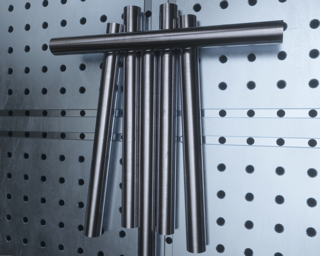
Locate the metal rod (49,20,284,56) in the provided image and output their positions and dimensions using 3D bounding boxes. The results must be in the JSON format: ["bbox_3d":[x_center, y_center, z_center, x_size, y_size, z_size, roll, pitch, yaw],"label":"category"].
[{"bbox_3d":[-0.007,-0.110,0.389,0.301,0.025,0.025,2,91,20],"label":"metal rod"}]

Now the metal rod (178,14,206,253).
[{"bbox_3d":[0.041,0.007,0.399,0.025,0.025,0.298,-3,89,20],"label":"metal rod"}]

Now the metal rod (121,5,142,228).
[{"bbox_3d":[-0.039,-0.015,0.427,0.025,0.025,0.298,1,90,20],"label":"metal rod"}]

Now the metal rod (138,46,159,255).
[{"bbox_3d":[-0.016,0.041,0.418,0.025,0.025,0.298,1,91,20],"label":"metal rod"}]

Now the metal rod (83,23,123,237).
[{"bbox_3d":[-0.079,0.004,0.440,0.025,0.025,0.298,8,93,20],"label":"metal rod"}]

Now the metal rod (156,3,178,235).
[{"bbox_3d":[0.010,-0.011,0.411,0.025,0.025,0.298,1,90,20],"label":"metal rod"}]
